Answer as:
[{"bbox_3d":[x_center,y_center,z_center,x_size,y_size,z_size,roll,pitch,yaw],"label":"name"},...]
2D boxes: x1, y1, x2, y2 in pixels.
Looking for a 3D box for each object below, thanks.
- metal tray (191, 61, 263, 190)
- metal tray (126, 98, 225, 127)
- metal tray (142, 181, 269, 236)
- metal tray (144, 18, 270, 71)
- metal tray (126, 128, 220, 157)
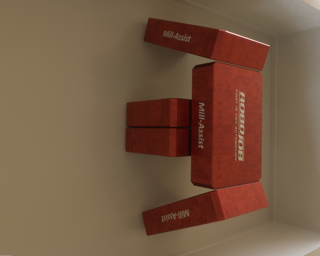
[{"bbox_3d":[0.077,-0.002,0.348,0.091,0.030,0.129,1,89,-41],"label":"metal tray"},{"bbox_3d":[0.035,-0.016,0.392,0.131,0.090,0.030,1,90,-40],"label":"metal tray"},{"bbox_3d":[0.051,0.099,0.378,0.091,0.130,0.030,1,68,-41],"label":"metal tray"},{"bbox_3d":[0.053,-0.104,0.379,0.091,0.130,0.030,1,110,-40],"label":"metal tray"},{"bbox_3d":[0.034,0.016,0.392,0.131,0.090,0.030,1,90,-40],"label":"metal tray"}]
